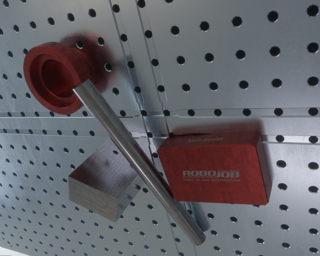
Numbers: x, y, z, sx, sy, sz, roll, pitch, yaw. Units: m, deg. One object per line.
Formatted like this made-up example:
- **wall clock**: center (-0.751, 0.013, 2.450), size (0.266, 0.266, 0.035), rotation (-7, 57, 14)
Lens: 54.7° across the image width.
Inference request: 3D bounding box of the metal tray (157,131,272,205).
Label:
- **metal tray**: center (0.070, 0.054, 0.405), size (0.130, 0.030, 0.090), rotation (-5, 116, 30)

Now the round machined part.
- **round machined part**: center (-0.134, -0.071, 0.427), size (0.098, 0.042, 0.097), rotation (13, 124, 20)

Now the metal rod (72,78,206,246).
- **metal rod**: center (-0.018, 0.060, 0.433), size (0.025, 0.025, 0.299), rotation (-19, 116, 35)

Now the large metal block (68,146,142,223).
- **large metal block**: center (-0.079, 0.082, 0.468), size (0.080, 0.080, 0.050), rotation (21, 126, 15)
